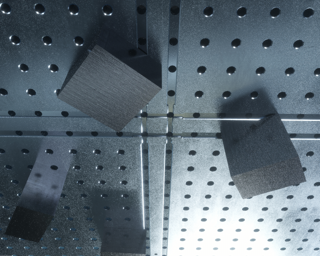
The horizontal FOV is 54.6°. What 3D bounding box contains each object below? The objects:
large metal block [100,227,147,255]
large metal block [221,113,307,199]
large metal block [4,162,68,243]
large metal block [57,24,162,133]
[{"bbox_3d":[-0.070,0.236,0.595,0.080,0.050,0.080,5,130,-5],"label":"large metal block"},{"bbox_3d":[0.133,0.036,0.407,0.080,0.080,0.050,-21,127,17],"label":"large metal block"},{"bbox_3d":[-0.186,0.112,0.469,0.050,0.080,0.080,23,126,-18],"label":"large metal block"},{"bbox_3d":[-0.054,-0.053,0.349,0.080,0.050,0.080,32,123,-24],"label":"large metal block"}]
